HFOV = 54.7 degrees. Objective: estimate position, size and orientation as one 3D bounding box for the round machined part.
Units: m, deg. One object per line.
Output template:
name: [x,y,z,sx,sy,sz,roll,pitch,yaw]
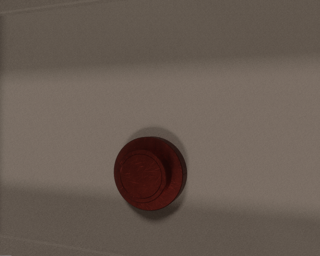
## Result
round machined part: [-0.017,0.060,0.407,0.098,0.042,0.097,0,90,19]
